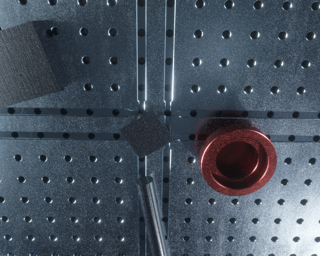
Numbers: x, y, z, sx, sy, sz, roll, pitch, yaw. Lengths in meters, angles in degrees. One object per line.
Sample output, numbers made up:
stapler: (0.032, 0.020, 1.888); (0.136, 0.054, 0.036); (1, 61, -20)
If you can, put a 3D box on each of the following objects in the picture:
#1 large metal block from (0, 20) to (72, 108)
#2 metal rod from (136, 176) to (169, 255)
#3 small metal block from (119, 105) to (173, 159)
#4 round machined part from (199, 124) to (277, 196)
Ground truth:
large metal block: (-0.165, -0.077, 0.370); (0.080, 0.050, 0.080); (-15, 110, 5)
metal rod: (0.003, 0.212, 0.491); (0.025, 0.025, 0.298); (-9, 110, 3)
small metal block: (-0.018, 0.005, 0.415); (0.050, 0.025, 0.050); (-29, 108, 10)
round machined part: (0.102, 0.040, 0.421); (0.099, 0.042, 0.097); (0, 110, -1)
